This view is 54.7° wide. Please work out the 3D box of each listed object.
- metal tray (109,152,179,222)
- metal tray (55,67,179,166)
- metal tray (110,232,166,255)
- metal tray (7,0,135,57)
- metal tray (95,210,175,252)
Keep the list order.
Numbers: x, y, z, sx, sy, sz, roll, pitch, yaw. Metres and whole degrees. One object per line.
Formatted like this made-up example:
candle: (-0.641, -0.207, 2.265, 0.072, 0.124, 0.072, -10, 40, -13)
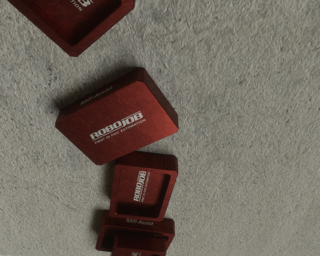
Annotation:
metal tray: (-0.029, 0.094, 0.483, 0.091, 0.030, 0.129, 7, 130, -7)
metal tray: (-0.053, -0.010, 0.395, 0.130, 0.030, 0.090, -24, 126, 19)
metal tray: (-0.046, 0.243, 0.569, 0.091, 0.030, 0.129, 9, 129, -8)
metal tray: (-0.097, -0.140, 0.283, 0.090, 0.030, 0.130, -32, 123, 24)
metal tray: (-0.047, 0.198, 0.571, 0.131, 0.030, 0.089, 11, 129, -10)
